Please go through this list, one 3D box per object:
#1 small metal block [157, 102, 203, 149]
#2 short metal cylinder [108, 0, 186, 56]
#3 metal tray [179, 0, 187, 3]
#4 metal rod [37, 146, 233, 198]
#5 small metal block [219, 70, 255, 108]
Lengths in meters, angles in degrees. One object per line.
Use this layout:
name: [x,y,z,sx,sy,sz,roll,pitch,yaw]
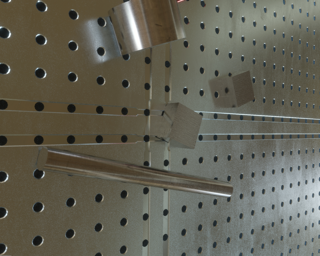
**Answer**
small metal block: [0.029,-0.002,0.433,0.050,0.025,0.050,26,74,-37]
short metal cylinder: [-0.014,-0.119,0.361,0.081,0.080,0.050,-26,107,-37]
metal tray: [0.028,-0.225,0.428,0.131,0.030,0.090,-34,111,-35]
metal rod: [-0.005,0.065,0.404,0.302,0.025,0.025,17,79,-39]
small metal block: [0.129,-0.065,0.517,0.050,0.025,0.050,-24,105,-37]
